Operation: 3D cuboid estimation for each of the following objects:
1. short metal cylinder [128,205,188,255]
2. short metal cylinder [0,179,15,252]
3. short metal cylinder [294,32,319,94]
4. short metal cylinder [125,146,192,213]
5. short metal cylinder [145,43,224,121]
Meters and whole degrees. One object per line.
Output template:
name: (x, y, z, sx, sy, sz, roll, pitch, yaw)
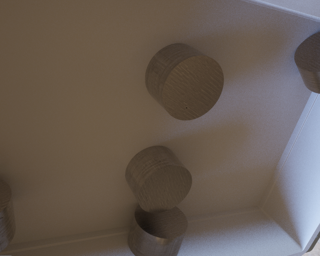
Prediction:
short metal cylinder: (-0.004, 0.154, 0.466, 0.081, 0.080, 0.050, 1, 118, -29)
short metal cylinder: (-0.197, 0.094, 0.324, 0.081, 0.080, 0.050, -6, 121, -25)
short metal cylinder: (0.243, -0.095, 0.446, 0.080, 0.080, 0.050, -44, 129, 2)
short metal cylinder: (-0.002, 0.072, 0.435, 0.081, 0.050, 0.079, -14, 124, -21)
short metal cylinder: (0.029, -0.056, 0.373, 0.081, 0.050, 0.079, -14, 124, -21)
